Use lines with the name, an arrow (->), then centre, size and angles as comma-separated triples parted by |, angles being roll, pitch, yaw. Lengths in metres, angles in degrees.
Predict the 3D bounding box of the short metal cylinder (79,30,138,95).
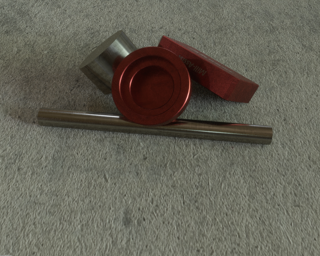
short metal cylinder -> -0.068, -0.093, 0.441 | 0.080, 0.050, 0.080 | -33, 26, 19

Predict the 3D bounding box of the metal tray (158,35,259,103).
metal tray -> 0.066, -0.082, 0.438 | 0.130, 0.030, 0.091 | 38, 21, 27

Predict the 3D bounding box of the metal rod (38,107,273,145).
metal rod -> -0.009, -0.003, 0.407 | 0.302, 0.025, 0.025 | 5, 50, 4

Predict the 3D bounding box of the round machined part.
round machined part -> -0.008, -0.050, 0.395 | 0.098, 0.042, 0.097 | -1, 85, 12

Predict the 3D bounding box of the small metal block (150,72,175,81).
small metal block -> -0.001, -0.066, 0.442 | 0.050, 0.050, 0.025 | 19, 53, 15
